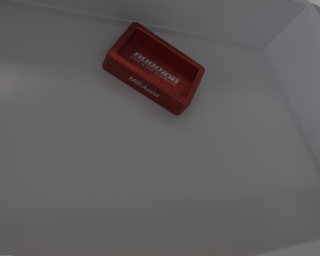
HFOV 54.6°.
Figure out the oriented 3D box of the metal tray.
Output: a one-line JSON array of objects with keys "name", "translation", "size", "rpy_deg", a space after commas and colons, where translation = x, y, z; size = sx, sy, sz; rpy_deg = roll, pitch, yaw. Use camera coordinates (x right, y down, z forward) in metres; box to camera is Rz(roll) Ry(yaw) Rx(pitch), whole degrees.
[{"name": "metal tray", "translation": [-0.005, -0.088, 0.452], "size": [0.130, 0.030, 0.090], "rpy_deg": [32, 52, -7]}]
